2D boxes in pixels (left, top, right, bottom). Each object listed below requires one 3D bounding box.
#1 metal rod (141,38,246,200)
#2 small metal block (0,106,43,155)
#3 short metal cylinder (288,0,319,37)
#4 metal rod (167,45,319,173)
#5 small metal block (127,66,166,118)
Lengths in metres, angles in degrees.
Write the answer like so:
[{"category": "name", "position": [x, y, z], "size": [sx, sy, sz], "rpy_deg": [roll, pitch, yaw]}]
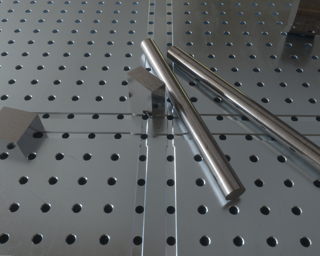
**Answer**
[{"category": "metal rod", "position": [0.032, -0.034, 0.435], "size": [0.025, 0.025, 0.300], "rpy_deg": [-16, 52, -13]}, {"category": "small metal block", "position": [-0.191, 0.002, 0.404], "size": [0.050, 0.025, 0.050], "rpy_deg": [12, 51, 10]}, {"category": "short metal cylinder", "position": [0.263, -0.206, 0.547], "size": [0.050, 0.080, 0.080], "rpy_deg": [12, 51, 10]}, {"category": "metal rod", "position": [0.115, -0.036, 0.438], "size": [0.025, 0.025, 0.300], "rpy_deg": [-32, 57, -24]}, {"category": "small metal block", "position": [-0.019, -0.051, 0.434], "size": [0.025, 0.050, 0.050], "rpy_deg": [-36, 59, -26]}]
